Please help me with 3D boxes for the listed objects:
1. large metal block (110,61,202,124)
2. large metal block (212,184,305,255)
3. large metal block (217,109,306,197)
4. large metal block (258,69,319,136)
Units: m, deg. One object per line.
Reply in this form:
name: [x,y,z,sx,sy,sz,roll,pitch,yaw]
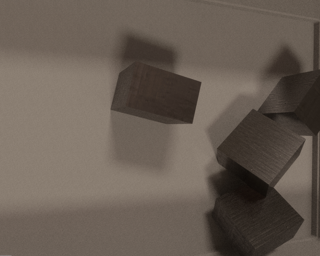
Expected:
large metal block: [-0.008,-0.038,0.379,0.081,0.080,0.050,14,85,-20]
large metal block: [0.131,0.124,0.424,0.081,0.080,0.050,-21,138,-19]
large metal block: [0.137,0.033,0.427,0.080,0.050,0.080,36,73,29]
large metal block: [0.204,-0.036,0.459,0.050,0.080,0.080,43,77,-16]
